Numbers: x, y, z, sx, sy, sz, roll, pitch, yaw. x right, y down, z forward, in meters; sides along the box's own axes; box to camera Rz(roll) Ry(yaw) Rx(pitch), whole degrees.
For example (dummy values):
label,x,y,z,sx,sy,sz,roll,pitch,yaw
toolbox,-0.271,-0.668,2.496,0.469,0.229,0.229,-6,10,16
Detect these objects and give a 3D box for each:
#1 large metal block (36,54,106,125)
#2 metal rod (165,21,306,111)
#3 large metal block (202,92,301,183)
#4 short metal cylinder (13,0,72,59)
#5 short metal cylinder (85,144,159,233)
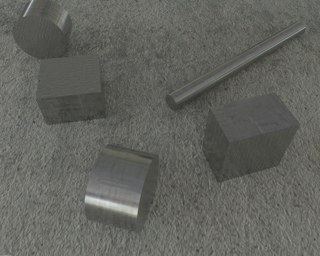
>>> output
label,x,y,z,sx,sy,sz,roll,pitch,yaw
large metal block,-0.121,-0.055,0.432,0.081,0.050,0.080,-7,50,-6
metal rod,0.133,-0.108,0.494,0.302,0.025,0.025,-32,57,-24
large metal block,0.099,0.012,0.358,0.081,0.080,0.050,-13,52,-11
short metal cylinder,-0.187,-0.158,0.499,0.081,0.080,0.050,0,50,0
short metal cylinder,-0.036,0.060,0.317,0.050,0.080,0.080,12,51,9
